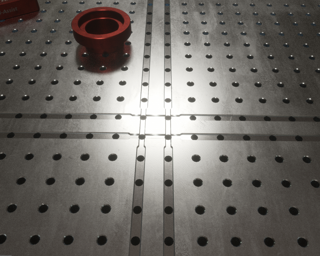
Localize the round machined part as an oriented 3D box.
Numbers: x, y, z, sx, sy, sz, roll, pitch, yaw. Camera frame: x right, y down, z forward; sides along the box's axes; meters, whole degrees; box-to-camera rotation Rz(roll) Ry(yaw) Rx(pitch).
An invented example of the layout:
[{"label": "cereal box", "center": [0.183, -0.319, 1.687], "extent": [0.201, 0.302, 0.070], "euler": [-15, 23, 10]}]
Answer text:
[{"label": "round machined part", "center": [-0.099, -0.165, 0.534], "extent": [0.099, 0.042, 0.098], "euler": [0, 50, 0]}]

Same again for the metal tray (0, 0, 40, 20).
[{"label": "metal tray", "center": [-0.317, -0.249, 0.609], "extent": [0.131, 0.030, 0.090], "euler": [-24, 54, -20]}]
